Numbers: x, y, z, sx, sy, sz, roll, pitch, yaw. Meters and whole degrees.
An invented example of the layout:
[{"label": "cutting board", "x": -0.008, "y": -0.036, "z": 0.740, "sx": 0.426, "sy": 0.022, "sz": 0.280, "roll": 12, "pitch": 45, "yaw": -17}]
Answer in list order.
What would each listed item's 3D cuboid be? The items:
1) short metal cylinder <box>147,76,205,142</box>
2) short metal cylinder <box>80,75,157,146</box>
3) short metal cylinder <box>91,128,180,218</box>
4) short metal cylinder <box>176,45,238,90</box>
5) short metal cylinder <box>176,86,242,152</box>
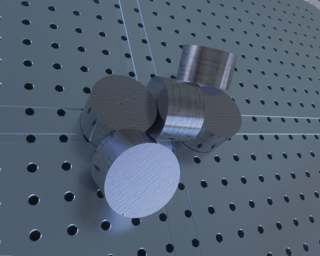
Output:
[{"label": "short metal cylinder", "x": 0.014, "y": -0.023, "z": 0.396, "sx": 0.050, "sy": 0.080, "sz": 0.080, "roll": 5, "pitch": 60, "yaw": -26}, {"label": "short metal cylinder", "x": -0.051, "y": -0.017, "z": 0.376, "sx": 0.081, "sy": 0.050, "sz": 0.080, "roll": 14, "pitch": 56, "yaw": -21}, {"label": "short metal cylinder", "x": -0.026, "y": 0.046, "z": 0.325, "sx": 0.081, "sy": 0.050, "sz": 0.079, "roll": -9, "pitch": 110, "yaw": -25}, {"label": "short metal cylinder", "x": 0.068, "y": -0.089, "z": 0.457, "sx": 0.081, "sy": 0.080, "sz": 0.050, "roll": 8, "pitch": 100, "yaw": -24}, {"label": "short metal cylinder", "x": 0.067, "y": -0.012, "z": 0.436, "sx": 0.081, "sy": 0.050, "sz": 0.080, "roll": 14, "pitch": 56, "yaw": -21}]
